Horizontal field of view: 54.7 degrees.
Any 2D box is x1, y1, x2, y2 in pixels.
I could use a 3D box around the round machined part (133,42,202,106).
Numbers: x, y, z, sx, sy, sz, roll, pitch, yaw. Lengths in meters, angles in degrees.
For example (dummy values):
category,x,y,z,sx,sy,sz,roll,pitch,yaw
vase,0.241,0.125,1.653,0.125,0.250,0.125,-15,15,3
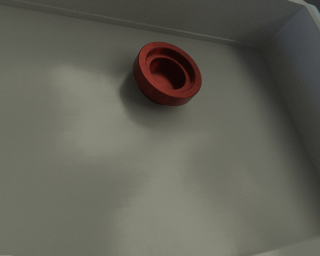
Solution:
category,x,y,z,sx,sy,sz,roll,pitch,yaw
round machined part,0.007,-0.072,0.444,0.099,0.042,0.098,14,56,-21
